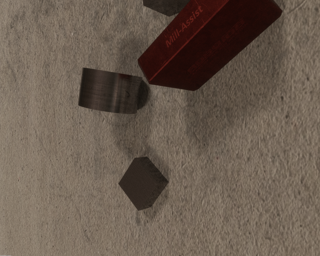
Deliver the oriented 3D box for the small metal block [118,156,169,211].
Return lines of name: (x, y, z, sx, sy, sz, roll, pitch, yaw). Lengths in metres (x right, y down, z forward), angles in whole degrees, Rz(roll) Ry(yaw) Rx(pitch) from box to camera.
small metal block: (-0.023, 0.075, 0.422, 0.050, 0.025, 0.050, 47, 118, 29)

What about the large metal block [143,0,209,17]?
large metal block: (0.024, -0.190, 0.367, 0.080, 0.050, 0.080, -7, 86, 39)

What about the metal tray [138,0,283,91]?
metal tray: (0.050, -0.093, 0.319, 0.129, 0.091, 0.030, -41, 65, 32)

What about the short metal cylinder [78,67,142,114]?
short metal cylinder: (-0.068, -0.051, 0.423, 0.080, 0.081, 0.050, 16, 100, 38)
